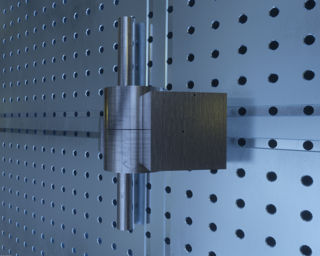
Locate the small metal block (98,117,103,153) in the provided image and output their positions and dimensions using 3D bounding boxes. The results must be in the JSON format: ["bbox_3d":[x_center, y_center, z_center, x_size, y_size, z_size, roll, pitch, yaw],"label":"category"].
[{"bbox_3d":[-0.075,0.010,0.452,0.050,0.025,0.050,180,91,-75],"label":"small metal block"}]

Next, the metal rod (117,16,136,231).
[{"bbox_3d":[-0.048,-0.006,0.443,0.025,0.025,0.298,1,90,40],"label":"metal rod"}]

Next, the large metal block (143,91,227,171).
[{"bbox_3d":[0.025,0.003,0.338,0.050,0.081,0.079,-175,85,-78],"label":"large metal block"}]

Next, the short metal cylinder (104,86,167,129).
[{"bbox_3d":[-0.031,-0.024,0.393,0.080,0.081,0.050,1,91,40],"label":"short metal cylinder"}]

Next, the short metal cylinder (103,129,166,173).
[{"bbox_3d":[-0.031,0.027,0.394,0.080,0.081,0.050,1,91,40],"label":"short metal cylinder"}]
